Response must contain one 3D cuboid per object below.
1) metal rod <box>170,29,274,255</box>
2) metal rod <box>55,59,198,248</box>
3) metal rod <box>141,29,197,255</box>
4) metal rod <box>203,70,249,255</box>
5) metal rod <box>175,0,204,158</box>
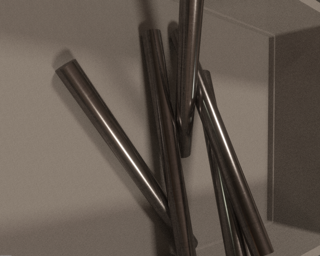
[{"bbox_3d":[0.069,0.002,0.384,0.025,0.025,0.299,0,64,-40],"label":"metal rod"},{"bbox_3d":[-0.028,0.051,0.384,0.025,0.025,0.299,-46,118,-30],"label":"metal rod"},{"bbox_3d":[0.012,0.024,0.396,0.025,0.025,0.298,-8,89,-40],"label":"metal rod"},{"bbox_3d":[0.077,0.052,0.396,0.025,0.025,0.299,19,54,-39],"label":"metal rod"},{"bbox_3d":[0.032,-0.086,0.350,0.025,0.025,0.298,-32,137,-36],"label":"metal rod"}]
